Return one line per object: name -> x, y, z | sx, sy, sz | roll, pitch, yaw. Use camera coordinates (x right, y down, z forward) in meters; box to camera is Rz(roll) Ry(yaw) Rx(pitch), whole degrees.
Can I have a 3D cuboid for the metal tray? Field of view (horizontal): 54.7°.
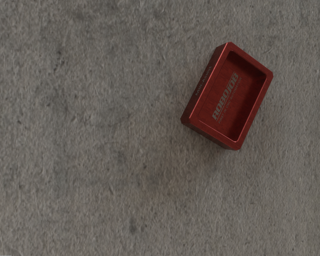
metal tray -> 0.098, -0.044, 0.443 | 0.090, 0.030, 0.130 | 30, 80, -18
